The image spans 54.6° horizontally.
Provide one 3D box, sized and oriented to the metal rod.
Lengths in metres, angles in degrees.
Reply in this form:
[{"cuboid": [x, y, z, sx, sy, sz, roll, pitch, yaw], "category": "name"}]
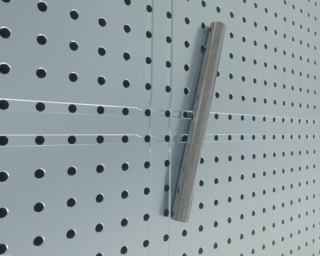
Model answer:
[{"cuboid": [0.059, -0.015, 0.456, 0.025, 0.025, 0.299, 20, 77, -38], "category": "metal rod"}]
